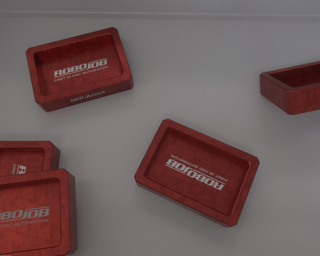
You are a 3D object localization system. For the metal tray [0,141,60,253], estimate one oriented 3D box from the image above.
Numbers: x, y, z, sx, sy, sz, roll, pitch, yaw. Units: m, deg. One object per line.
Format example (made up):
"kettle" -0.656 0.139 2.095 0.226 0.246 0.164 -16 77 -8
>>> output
"metal tray" -0.177 0.082 0.375 0.091 0.030 0.130 0 70 0

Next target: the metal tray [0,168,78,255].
"metal tray" -0.160 0.098 0.337 0.131 0.030 0.090 -7 70 -3

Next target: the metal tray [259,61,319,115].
"metal tray" 0.207 -0.058 0.396 0.131 0.090 0.030 -12 114 -1

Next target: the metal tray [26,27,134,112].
"metal tray" -0.112 -0.083 0.436 0.131 0.030 0.090 -16 71 -6

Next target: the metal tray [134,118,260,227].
"metal tray" 0.045 0.055 0.387 0.130 0.030 0.090 24 72 8
